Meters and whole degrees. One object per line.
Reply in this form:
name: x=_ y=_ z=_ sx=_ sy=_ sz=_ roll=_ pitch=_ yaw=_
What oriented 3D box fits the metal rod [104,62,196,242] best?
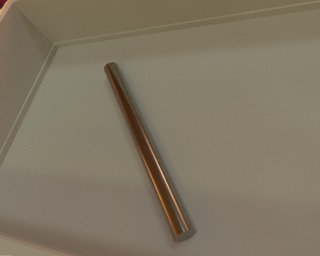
metal rod: x=-0.027 y=0.008 z=0.416 sx=0.025 sy=0.025 sz=0.300 roll=-32 pitch=51 yaw=7
